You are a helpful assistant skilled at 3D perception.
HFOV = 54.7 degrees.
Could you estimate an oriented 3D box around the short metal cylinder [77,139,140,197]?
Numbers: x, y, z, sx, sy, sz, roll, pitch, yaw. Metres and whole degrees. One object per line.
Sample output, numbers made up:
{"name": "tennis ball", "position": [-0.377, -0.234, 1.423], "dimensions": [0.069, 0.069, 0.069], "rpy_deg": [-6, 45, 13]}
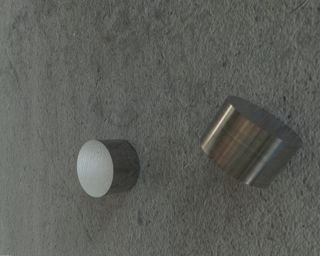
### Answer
{"name": "short metal cylinder", "position": [-0.076, 0.056, 0.452], "dimensions": [0.080, 0.050, 0.080], "rpy_deg": [0, 90, 40]}

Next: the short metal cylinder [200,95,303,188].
{"name": "short metal cylinder", "position": [0.086, 0.011, 0.298], "dimensions": [0.080, 0.081, 0.050], "rpy_deg": [44, 117, 31]}
